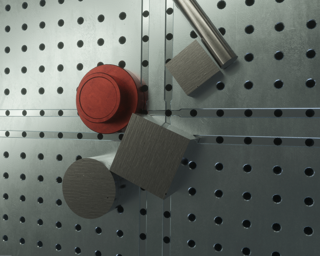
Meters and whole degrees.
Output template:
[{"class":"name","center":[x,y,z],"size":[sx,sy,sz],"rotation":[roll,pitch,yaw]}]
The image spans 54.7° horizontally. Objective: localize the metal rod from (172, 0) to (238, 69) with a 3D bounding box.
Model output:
[{"class":"metal rod","center":[0.006,-0.204,0.409],"size":[0.025,0.025,0.299],"rotation":[-36,79,16]}]

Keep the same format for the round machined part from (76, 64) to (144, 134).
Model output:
[{"class":"round machined part","center":[-0.076,-0.040,0.429],"size":[0.098,0.042,0.097],"rotation":[0,90,19]}]

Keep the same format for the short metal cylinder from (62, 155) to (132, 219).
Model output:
[{"class":"short metal cylinder","center":[-0.086,0.079,0.428],"size":[0.080,0.050,0.079],"rotation":[0,90,19]}]

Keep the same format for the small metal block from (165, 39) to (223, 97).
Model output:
[{"class":"small metal block","center":[0.043,-0.075,0.397],"size":[0.050,0.025,0.050],"rotation":[-38,78,16]}]

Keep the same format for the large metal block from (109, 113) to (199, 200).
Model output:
[{"class":"large metal block","center":[-0.006,0.034,0.401],"size":[0.080,0.050,0.080],"rotation":[25,98,18]}]
